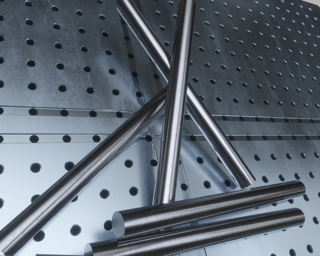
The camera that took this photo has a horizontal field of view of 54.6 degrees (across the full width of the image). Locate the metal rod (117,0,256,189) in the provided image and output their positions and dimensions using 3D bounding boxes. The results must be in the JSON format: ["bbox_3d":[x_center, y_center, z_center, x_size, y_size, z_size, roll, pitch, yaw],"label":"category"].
[{"bbox_3d":[0.034,-0.049,0.424,0.025,0.025,0.299,-32,87,-38],"label":"metal rod"}]

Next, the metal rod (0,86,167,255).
[{"bbox_3d":[-0.057,0.023,0.362,0.025,0.025,0.301,44,51,2],"label":"metal rod"}]

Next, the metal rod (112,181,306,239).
[{"bbox_3d":[0.084,0.090,0.374,0.302,0.025,0.025,0,62,-36],"label":"metal rod"}]

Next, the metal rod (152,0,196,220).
[{"bbox_3d":[0.019,-0.029,0.386,0.025,0.025,0.299,14,71,-20],"label":"metal rod"}]

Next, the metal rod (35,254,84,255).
[{"bbox_3d":[0.026,0.151,0.329,0.302,0.025,0.025,11,57,-22],"label":"metal rod"}]

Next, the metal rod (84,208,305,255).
[{"bbox_3d":[0.065,0.119,0.353,0.302,0.025,0.025,2,61,-33],"label":"metal rod"}]
